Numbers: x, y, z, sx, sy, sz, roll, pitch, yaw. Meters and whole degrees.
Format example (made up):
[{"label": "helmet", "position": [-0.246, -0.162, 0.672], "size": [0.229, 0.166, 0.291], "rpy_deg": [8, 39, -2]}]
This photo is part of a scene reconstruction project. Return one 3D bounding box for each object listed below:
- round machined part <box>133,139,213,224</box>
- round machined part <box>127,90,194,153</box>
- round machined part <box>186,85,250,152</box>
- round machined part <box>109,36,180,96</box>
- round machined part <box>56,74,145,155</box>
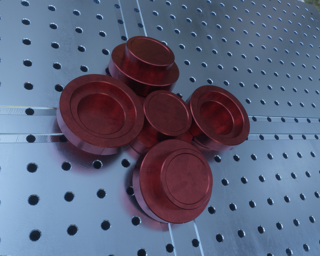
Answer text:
[{"label": "round machined part", "position": [0.022, 0.060, 0.359], "size": [0.099, 0.042, 0.098], "rpy_deg": [8, 73, -27]}, {"label": "round machined part", "position": [0.003, -0.011, 0.405], "size": [0.099, 0.042, 0.098], "rpy_deg": [14, 56, -21]}, {"label": "round machined part", "position": [0.077, -0.010, 0.446], "size": [0.099, 0.042, 0.098], "rpy_deg": [14, 56, -21]}, {"label": "round machined part", "position": [-0.018, -0.091, 0.430], "size": [0.099, 0.042, 0.098], "rpy_deg": [14, 43, -13]}, {"label": "round machined part", "position": [-0.072, -0.012, 0.367], "size": [0.099, 0.042, 0.098], "rpy_deg": [14, 56, -21]}]
